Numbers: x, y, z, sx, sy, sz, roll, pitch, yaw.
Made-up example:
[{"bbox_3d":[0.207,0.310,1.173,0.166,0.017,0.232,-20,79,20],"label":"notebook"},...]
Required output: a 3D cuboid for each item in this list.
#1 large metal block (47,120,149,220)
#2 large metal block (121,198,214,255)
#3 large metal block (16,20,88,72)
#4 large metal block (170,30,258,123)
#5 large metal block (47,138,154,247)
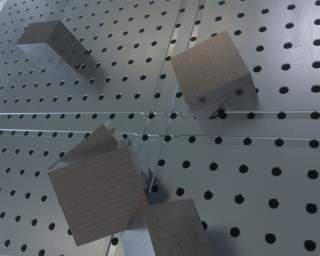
[{"bbox_3d":[-0.070,0.048,0.373,0.080,0.080,0.050,-38,7,2],"label":"large metal block"},{"bbox_3d":[0.006,0.121,0.283,0.050,0.080,0.080,-3,55,-25],"label":"large metal block"},{"bbox_3d":[-0.195,-0.146,0.567,0.080,0.080,0.050,6,65,31],"label":"large metal block"},{"bbox_3d":[0.067,-0.065,0.398,0.080,0.050,0.080,-25,53,13],"label":"large metal block"},{"bbox_3d":[-0.058,0.064,0.325,0.080,0.050,0.080,-19,98,-1],"label":"large metal block"}]
